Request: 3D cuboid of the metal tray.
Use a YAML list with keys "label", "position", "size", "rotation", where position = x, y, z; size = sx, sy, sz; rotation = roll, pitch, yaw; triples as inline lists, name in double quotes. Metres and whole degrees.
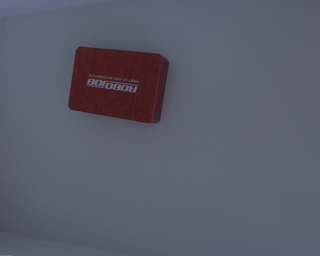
- label: "metal tray"
  position: [-0.059, -0.060, 0.429]
  size: [0.130, 0.030, 0.090]
  rotation: [10, 93, 19]
